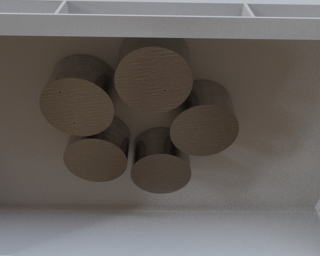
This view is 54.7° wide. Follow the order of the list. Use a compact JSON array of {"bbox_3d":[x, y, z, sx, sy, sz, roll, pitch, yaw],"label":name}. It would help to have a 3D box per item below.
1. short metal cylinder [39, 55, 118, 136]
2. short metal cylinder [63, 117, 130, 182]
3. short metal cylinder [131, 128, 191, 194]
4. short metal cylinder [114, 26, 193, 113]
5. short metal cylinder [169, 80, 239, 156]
[{"bbox_3d":[-0.090,-0.037,0.358,0.081,0.050,0.079,0,130,0],"label":"short metal cylinder"},{"bbox_3d":[-0.082,0.027,0.412,0.081,0.050,0.079,0,130,0],"label":"short metal cylinder"},{"bbox_3d":[0.001,0.046,0.429,0.081,0.050,0.079,0,130,0],"label":"short metal cylinder"},{"bbox_3d":[-0.006,-0.063,0.336,0.081,0.050,0.079,0,130,0],"label":"short metal cylinder"},{"bbox_3d":[0.052,-0.011,0.381,0.081,0.050,0.079,0,130,0],"label":"short metal cylinder"}]
